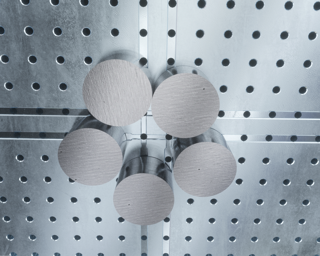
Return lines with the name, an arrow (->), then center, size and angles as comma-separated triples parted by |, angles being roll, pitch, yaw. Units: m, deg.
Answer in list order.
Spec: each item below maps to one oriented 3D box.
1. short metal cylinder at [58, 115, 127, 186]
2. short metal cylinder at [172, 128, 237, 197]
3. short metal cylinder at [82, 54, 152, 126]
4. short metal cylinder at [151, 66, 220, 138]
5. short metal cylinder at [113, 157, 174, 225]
short metal cylinder -> -0.087, 0.029, 0.409 | 0.081, 0.050, 0.079 | 0, 111, 0
short metal cylinder -> 0.057, 0.045, 0.416 | 0.081, 0.050, 0.079 | 0, 112, 0
short metal cylinder -> -0.049, -0.048, 0.381 | 0.081, 0.050, 0.079 | 0, 110, -1
short metal cylinder -> 0.030, -0.034, 0.387 | 0.081, 0.050, 0.079 | 0, 110, 0
short metal cylinder -> -0.021, 0.086, 0.430 | 0.081, 0.050, 0.079 | 0, 110, 0
